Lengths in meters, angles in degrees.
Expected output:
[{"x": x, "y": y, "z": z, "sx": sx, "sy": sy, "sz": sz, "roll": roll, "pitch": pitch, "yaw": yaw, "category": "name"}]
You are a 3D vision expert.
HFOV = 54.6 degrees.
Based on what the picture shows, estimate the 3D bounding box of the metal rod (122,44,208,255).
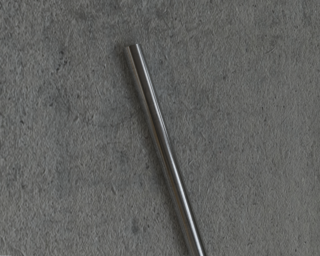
[{"x": 0.009, "y": 0.038, "z": 0.412, "sx": 0.025, "sy": 0.025, "sz": 0.299, "roll": -20, "pitch": 97, "yaw": -19, "category": "metal rod"}]
